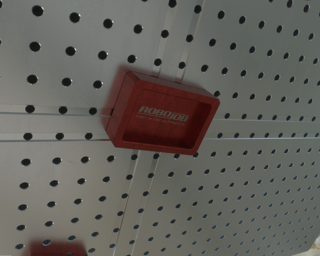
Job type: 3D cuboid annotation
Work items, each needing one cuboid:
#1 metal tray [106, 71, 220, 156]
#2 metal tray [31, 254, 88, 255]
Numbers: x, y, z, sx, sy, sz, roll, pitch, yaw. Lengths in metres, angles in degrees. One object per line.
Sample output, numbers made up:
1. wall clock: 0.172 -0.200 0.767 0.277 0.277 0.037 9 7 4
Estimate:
1. metal tray: 0.006 -0.014 0.404 0.131 0.030 0.089 9 114 -33
2. metal tray: -0.172 0.250 0.470 0.091 0.030 0.129 19 108 -36
